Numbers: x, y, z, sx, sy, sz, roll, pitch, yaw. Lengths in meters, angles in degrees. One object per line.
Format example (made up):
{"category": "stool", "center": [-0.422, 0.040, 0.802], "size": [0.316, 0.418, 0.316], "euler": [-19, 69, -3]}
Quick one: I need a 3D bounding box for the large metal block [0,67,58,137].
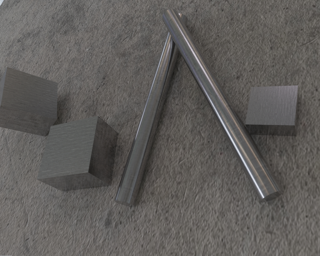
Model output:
{"category": "large metal block", "center": [-0.214, -0.041, 0.497], "size": [0.050, 0.081, 0.080], "euler": [-44, 44, 36]}

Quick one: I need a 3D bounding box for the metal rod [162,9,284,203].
{"category": "metal rod", "center": [0.063, -0.050, 0.384], "size": [0.025, 0.025, 0.299], "euler": [-28, 57, 10]}

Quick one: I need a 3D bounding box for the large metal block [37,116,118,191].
{"category": "large metal block", "center": [-0.110, 0.037, 0.423], "size": [0.080, 0.050, 0.080], "euler": [-11, 57, 22]}

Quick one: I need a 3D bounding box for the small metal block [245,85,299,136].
{"category": "small metal block", "center": [0.128, -0.019, 0.349], "size": [0.050, 0.025, 0.050], "euler": [2, 62, 29]}

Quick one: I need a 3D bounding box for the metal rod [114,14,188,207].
{"category": "metal rod", "center": [-0.005, -0.041, 0.431], "size": [0.025, 0.025, 0.300], "euler": [2, 62, 29]}
